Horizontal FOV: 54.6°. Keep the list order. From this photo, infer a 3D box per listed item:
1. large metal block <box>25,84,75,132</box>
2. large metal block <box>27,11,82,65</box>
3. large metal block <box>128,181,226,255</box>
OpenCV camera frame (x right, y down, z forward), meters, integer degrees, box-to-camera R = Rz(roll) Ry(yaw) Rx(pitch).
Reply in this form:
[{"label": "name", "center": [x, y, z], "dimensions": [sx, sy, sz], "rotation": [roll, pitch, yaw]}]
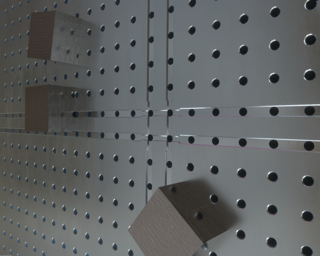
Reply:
[{"label": "large metal block", "center": [-0.200, -0.034, 0.560], "dimensions": [0.080, 0.050, 0.080], "rotation": [2, 91, 40]}, {"label": "large metal block", "center": [-0.189, -0.159, 0.551], "dimensions": [0.080, 0.050, 0.080], "rotation": [14, 99, 39]}, {"label": "large metal block", "center": [0.018, 0.125, 0.379], "dimensions": [0.080, 0.050, 0.080], "rotation": [47, 118, 29]}]
